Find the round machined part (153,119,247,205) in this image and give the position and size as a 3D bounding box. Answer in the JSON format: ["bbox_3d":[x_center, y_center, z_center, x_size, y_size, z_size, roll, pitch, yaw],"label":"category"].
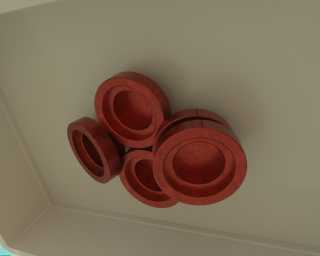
[{"bbox_3d":[0.043,0.034,0.344,0.099,0.042,0.097,1,116,3],"label":"round machined part"}]

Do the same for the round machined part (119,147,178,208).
[{"bbox_3d":[-0.006,0.061,0.436,0.098,0.042,0.097,13,124,21],"label":"round machined part"}]

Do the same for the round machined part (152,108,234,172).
[{"bbox_3d":[0.041,0.021,0.373,0.099,0.042,0.097,1,116,3],"label":"round machined part"}]

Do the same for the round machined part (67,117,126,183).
[{"bbox_3d":[-0.087,0.027,0.445,0.098,0.042,0.097,31,138,34],"label":"round machined part"}]

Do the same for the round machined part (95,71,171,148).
[{"bbox_3d":[-0.030,-0.026,0.395,0.098,0.042,0.097,13,124,21],"label":"round machined part"}]
